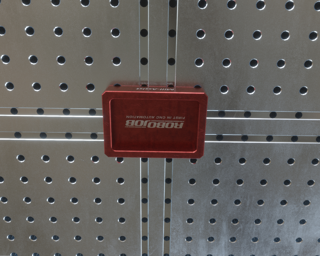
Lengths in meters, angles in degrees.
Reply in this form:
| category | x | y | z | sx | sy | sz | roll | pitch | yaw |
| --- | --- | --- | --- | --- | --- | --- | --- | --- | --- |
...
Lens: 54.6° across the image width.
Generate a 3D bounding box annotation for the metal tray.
| category | x | y | z | sx | sy | sz | roll | pitch | yaw |
| --- | --- | --- | --- | --- | --- | --- | --- | --- | --- |
| metal tray | -0.007 | -0.007 | 0.407 | 0.131 | 0.030 | 0.089 | 1 | 110 | -1 |
